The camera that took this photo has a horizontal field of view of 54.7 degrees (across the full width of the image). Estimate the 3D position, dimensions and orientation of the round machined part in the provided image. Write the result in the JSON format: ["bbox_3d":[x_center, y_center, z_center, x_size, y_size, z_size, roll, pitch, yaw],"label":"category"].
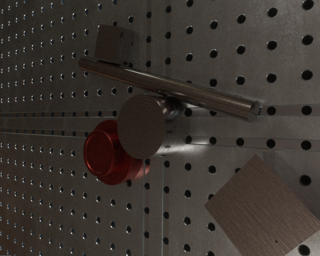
[{"bbox_3d":[-0.076,0.036,0.459,0.098,0.042,0.097,0,90,39],"label":"round machined part"}]

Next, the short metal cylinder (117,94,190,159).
[{"bbox_3d":[-0.009,-0.002,0.398,0.080,0.050,0.079,0,90,39],"label":"short metal cylinder"}]

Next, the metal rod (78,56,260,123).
[{"bbox_3d":[-0.012,-0.061,0.417,0.300,0.025,0.025,22,104,37],"label":"metal rod"}]

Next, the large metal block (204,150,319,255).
[{"bbox_3d":[0.105,0.080,0.305,0.080,0.050,0.080,52,120,27],"label":"large metal block"}]

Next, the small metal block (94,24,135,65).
[{"bbox_3d":[-0.069,-0.125,0.464,0.050,0.025,0.050,21,103,37],"label":"small metal block"}]
